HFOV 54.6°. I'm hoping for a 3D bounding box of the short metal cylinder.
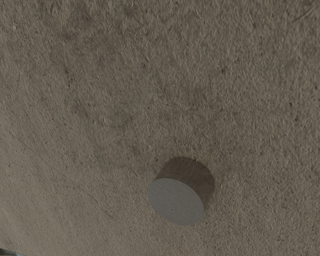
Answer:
[{"bbox_3d":[0.030,0.087,0.429,0.080,0.050,0.080,13,124,21],"label":"short metal cylinder"}]
